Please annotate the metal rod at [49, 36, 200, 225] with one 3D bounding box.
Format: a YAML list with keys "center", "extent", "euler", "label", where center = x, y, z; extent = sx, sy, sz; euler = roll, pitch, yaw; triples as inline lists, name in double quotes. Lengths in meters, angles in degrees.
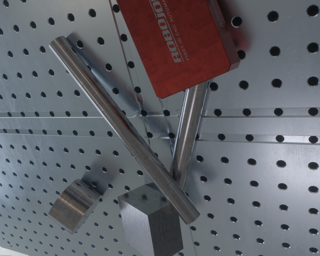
- center: [-0.046, 0.004, 0.417]
  extent: [0.025, 0.025, 0.300]
  euler: [-36, 92, 38]
  label: "metal rod"

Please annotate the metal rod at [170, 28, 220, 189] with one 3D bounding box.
- center: [0.032, 0.021, 0.407]
  extent: [0.025, 0.025, 0.298]
  euler: [20, 126, 16]
  label: "metal rod"

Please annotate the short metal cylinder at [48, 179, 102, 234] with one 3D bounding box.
- center: [-0.145, 0.135, 0.536]
  extent: [0.050, 0.080, 0.079]
  euler: [35, 129, 5]
  label: "short metal cylinder"

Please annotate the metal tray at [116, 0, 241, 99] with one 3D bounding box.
- center: [0.015, -0.105, 0.317]
  extent: [0.090, 0.030, 0.129]
  euler: [-20, 96, 35]
  label: "metal tray"

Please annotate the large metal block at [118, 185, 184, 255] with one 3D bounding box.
- center: [-0.015, 0.141, 0.462]
  extent: [0.080, 0.050, 0.079]
  euler: [12, 115, 52]
  label: "large metal block"
